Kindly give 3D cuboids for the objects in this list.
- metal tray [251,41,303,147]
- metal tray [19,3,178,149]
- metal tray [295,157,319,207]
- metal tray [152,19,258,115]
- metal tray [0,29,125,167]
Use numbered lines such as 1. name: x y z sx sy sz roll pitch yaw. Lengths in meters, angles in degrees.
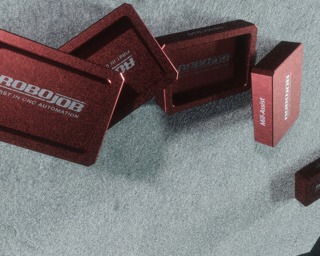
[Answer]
1. metal tray: 0.171 -0.047 0.449 0.090 0.030 0.129 -41 134 -29
2. metal tray: -0.059 -0.051 0.315 0.130 0.030 0.090 -36 102 -4
3. metal tray: 0.351 0.102 0.663 0.131 0.030 0.090 -28 128 -11
4. metal tray: 0.057 -0.077 0.388 0.131 0.030 0.089 -18 126 -19
5. metal tray: -0.108 -0.028 0.278 0.131 0.030 0.090 19 93 -12
